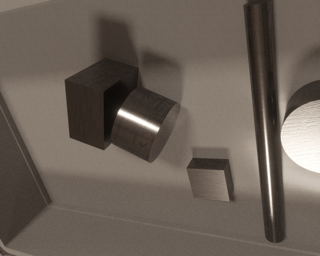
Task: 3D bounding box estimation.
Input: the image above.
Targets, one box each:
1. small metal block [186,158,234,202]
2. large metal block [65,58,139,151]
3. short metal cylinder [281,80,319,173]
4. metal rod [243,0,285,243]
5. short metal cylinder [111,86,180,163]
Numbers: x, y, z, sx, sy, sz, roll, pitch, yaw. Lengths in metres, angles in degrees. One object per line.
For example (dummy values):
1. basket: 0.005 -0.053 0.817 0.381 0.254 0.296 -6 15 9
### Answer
1. small metal block: 0.068 0.068 0.414 0.050 0.025 0.050 -1 118 28
2. large metal block: -0.070 -0.032 0.388 0.050 0.080 0.079 18 126 17
3. short metal cylinder: 0.164 -0.002 0.305 0.080 0.050 0.079 13 124 20
4. metal rod: 0.122 0.014 0.352 0.025 0.025 0.298 1 119 27
5. short metal cylinder: -0.016 -0.004 0.378 0.050 0.080 0.079 25 127 12
